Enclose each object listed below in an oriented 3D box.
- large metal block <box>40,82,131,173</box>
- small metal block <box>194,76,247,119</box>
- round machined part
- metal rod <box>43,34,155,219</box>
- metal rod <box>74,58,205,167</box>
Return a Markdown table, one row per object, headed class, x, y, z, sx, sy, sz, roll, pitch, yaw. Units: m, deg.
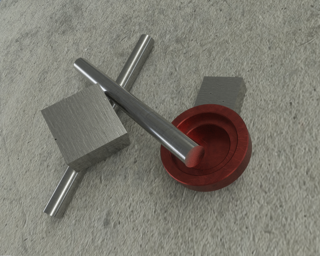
| class | x | y | z | sx | sy | sz | roll | pitch | yaw |
| --- | --- | --- | --- | --- | --- | --- | --- | --- | --- |
| large metal block | -0.095 | 0.000 | 0.407 | 0.080 | 0.050 | 0.080 | -28 | 73 | -10 |
| small metal block | 0.075 | -0.036 | 0.386 | 0.050 | 0.025 | 0.050 | 8 | 65 | 31 |
| round machined part | 0.054 | 0.025 | 0.349 | 0.098 | 0.042 | 0.098 | -13 | 56 | 20 |
| metal rod | -0.081 | -0.014 | 0.453 | 0.025 | 0.025 | 0.300 | 13 | 68 | 33 |
| metal rod | -0.048 | -0.038 | 0.410 | 0.025 | 0.025 | 0.300 | -47 | 45 | -5 |
